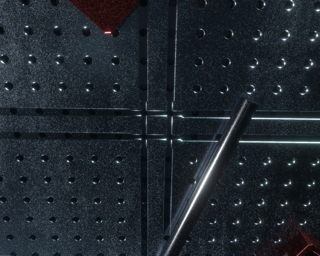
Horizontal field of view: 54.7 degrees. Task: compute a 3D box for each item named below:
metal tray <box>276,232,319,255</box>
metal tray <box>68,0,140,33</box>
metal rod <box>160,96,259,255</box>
[{"bbox_3d":[0.223,0.239,0.500,0.090,0.030,0.129,34,106,-12],"label":"metal tray"},{"bbox_3d":[-0.077,-0.182,0.343,0.130,0.030,0.090,41,105,-14],"label":"metal tray"},{"bbox_3d":[0.061,0.094,0.448,0.025,0.025,0.298,21,109,-8],"label":"metal rod"}]
